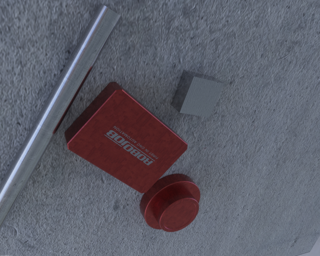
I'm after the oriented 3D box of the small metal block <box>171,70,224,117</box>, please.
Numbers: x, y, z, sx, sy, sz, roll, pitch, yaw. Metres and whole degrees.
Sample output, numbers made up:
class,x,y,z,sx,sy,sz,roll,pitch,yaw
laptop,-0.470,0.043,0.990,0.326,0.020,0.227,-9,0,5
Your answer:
class,x,y,z,sx,sy,sz,roll,pitch,yaw
small metal block,0.049,-0.045,0.408,0.050,0.025,0.050,7,115,-32

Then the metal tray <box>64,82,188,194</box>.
class,x,y,z,sx,sy,sz,roll,pitch,yaw
metal tray,-0.038,0.017,0.385,0.090,0.030,0.130,-48,124,4

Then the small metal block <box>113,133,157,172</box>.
class,x,y,z,sx,sy,sz,roll,pitch,yaw
small metal block,-0.031,0.032,0.411,0.050,0.025,0.050,-45,130,3

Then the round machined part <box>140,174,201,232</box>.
class,x,y,z,sx,sy,sz,roll,pitch,yaw
round machined part,0.022,0.124,0.486,0.099,0.042,0.097,-14,125,-21

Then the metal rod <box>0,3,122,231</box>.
class,x,y,z,sx,sy,sz,roll,pitch,yaw
metal rod,-0.129,0.004,0.339,0.025,0.025,0.299,24,105,-37
